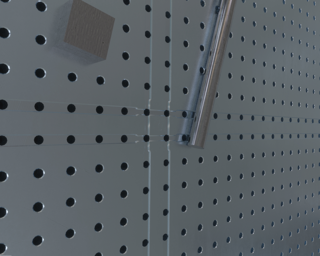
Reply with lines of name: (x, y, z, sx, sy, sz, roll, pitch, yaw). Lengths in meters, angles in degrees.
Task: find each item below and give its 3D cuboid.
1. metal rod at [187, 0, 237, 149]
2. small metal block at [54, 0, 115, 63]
metal rod: (0.089, -0.114, 0.482, 0.025, 0.025, 0.299, 23, 75, -38)
small metal block: (-0.082, -0.106, 0.340, 0.050, 0.025, 0.050, 17, 79, -39)
